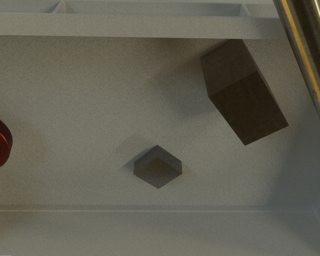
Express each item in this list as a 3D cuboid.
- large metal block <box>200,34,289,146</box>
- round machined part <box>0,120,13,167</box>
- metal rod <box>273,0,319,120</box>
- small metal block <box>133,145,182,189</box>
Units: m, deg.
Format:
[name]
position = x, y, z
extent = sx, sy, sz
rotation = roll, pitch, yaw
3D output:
[large metal block]
position = 0.090, -0.042, 0.339
extent = 0.050, 0.080, 0.080
rotation = -29, 125, 22
[round machined part]
position = -0.243, 0.011, 0.398
extent = 0.099, 0.042, 0.097
rotation = -6, 131, -7
[metal rod]
position = 0.100, -0.059, 0.205
extent = 0.025, 0.025, 0.300
rotation = -26, 126, 20
[small metal block]
position = -0.003, 0.059, 0.459
extent = 0.050, 0.025, 0.050
rotation = 36, 121, -27
